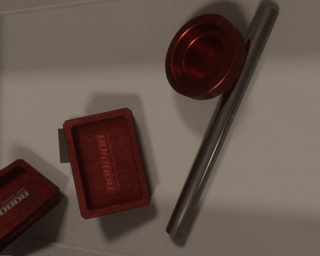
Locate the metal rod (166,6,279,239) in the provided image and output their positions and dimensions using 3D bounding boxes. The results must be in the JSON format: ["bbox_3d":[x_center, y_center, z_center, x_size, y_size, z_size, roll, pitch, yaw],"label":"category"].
[{"bbox_3d":[0.073,-0.001,0.384,0.025,0.025,0.298,24,98,18],"label":"metal rod"}]

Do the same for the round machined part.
[{"bbox_3d":[0.057,-0.080,0.369,0.098,0.042,0.098,-10,75,40],"label":"round machined part"}]

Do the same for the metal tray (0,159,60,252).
[{"bbox_3d":[-0.219,0.110,0.432,0.090,0.131,0.030,32,135,18],"label":"metal tray"}]

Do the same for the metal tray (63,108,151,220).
[{"bbox_3d":[-0.069,0.046,0.413,0.091,0.030,0.129,-12,86,-4],"label":"metal tray"}]

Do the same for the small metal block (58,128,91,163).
[{"bbox_3d":[-0.118,0.024,0.451,0.050,0.025,0.050,-5,88,19],"label":"small metal block"}]
